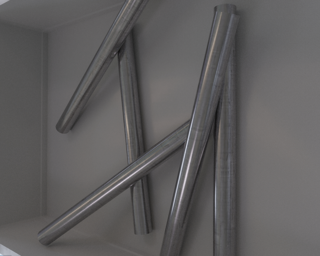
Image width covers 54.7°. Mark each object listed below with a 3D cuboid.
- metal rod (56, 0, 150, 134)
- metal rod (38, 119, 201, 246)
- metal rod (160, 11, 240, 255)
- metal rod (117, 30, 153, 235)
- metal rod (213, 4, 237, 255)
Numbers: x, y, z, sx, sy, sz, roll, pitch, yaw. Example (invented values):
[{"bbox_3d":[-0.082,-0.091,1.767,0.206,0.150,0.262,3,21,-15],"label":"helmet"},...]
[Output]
[{"bbox_3d":[-0.094,-0.086,0.458,0.298,0.025,0.025,-47,62,38],"label":"metal rod"},{"bbox_3d":[-0.062,0.080,0.418,0.299,0.025,0.025,-38,67,20],"label":"metal rod"},{"bbox_3d":[0.039,0.026,0.351,0.025,0.025,0.298,25,113,37],"label":"metal rod"},{"bbox_3d":[-0.039,-0.005,0.438,0.025,0.025,0.298,-10,83,39],"label":"metal rod"},{"bbox_3d":[0.072,0.015,0.346,0.025,0.025,0.298,0,90,40],"label":"metal rod"}]
